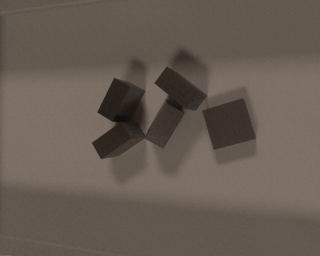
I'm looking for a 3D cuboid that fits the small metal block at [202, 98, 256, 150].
[{"bbox_3d":[0.085,-0.004,0.380,0.050,0.025,0.050,-17,85,18],"label":"small metal block"}]

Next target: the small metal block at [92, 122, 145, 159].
[{"bbox_3d":[-0.054,0.016,0.415,0.050,0.050,0.025,-34,79,16],"label":"small metal block"}]

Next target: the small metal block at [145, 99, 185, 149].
[{"bbox_3d":[0.006,-0.007,0.391,0.025,0.050,0.050,29,100,-5],"label":"small metal block"}]

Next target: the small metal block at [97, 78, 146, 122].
[{"bbox_3d":[-0.050,-0.036,0.414,0.025,0.050,0.050,31,100,17],"label":"small metal block"}]

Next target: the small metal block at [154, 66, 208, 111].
[{"bbox_3d":[0.027,-0.048,0.387,0.050,0.050,0.025,41,103,15],"label":"small metal block"}]
